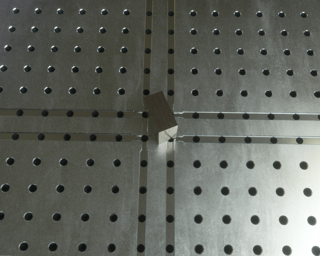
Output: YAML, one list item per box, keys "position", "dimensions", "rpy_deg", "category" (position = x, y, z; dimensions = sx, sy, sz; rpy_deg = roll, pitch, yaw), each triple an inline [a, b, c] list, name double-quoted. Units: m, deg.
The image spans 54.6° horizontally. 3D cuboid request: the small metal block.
- position: [0.001, -0.012, 0.403]
  dimensions: [0.025, 0.050, 0.050]
  rpy_deg: [-21, 72, -7]
  category: "small metal block"
